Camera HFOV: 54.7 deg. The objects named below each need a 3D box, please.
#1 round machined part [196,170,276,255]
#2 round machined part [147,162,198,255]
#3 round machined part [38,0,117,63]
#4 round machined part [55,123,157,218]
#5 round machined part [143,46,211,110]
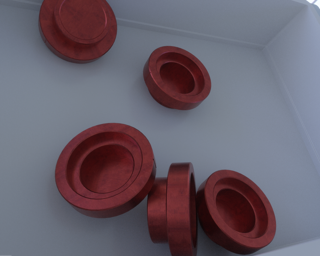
[{"bbox_3d":[0.085,0.102,0.370,0.099,0.042,0.098,19,43,-18],"label":"round machined part"},{"bbox_3d":[0.014,0.086,0.326,0.042,0.098,0.098,-4,57,10],"label":"round machined part"},{"bbox_3d":[-0.102,-0.135,0.397,0.099,0.042,0.097,1,88,-25],"label":"round machined part"},{"bbox_3d":[-0.052,0.046,0.320,0.099,0.042,0.098,-4,54,6],"label":"round machined part"},{"bbox_3d":[0.021,-0.067,0.446,0.099,0.042,0.098,14,56,-21],"label":"round machined part"}]
